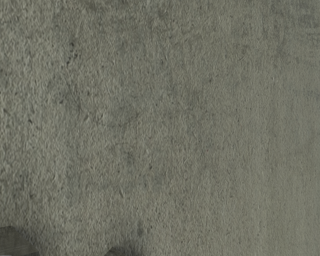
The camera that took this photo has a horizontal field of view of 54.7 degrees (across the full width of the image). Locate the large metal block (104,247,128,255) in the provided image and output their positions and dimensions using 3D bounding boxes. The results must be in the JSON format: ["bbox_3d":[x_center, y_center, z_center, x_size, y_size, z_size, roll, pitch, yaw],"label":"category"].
[{"bbox_3d":[-0.050,0.199,0.347,0.080,0.050,0.080,-42,115,-32],"label":"large metal block"}]

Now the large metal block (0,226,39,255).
[{"bbox_3d":[-0.139,0.134,0.253,0.050,0.080,0.080,2,89,-40],"label":"large metal block"}]
